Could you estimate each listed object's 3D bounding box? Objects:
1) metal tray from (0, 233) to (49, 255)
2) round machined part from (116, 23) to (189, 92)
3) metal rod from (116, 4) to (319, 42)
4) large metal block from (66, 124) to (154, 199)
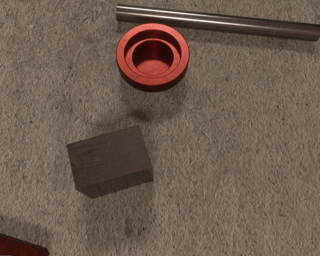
[{"bbox_3d":[-0.204,0.162,0.344,0.131,0.030,0.090,15,71,5],"label":"metal tray"},{"bbox_3d":[-0.010,-0.093,0.433,0.099,0.042,0.098,0,70,-1],"label":"round machined part"},{"bbox_3d":[0.086,-0.159,0.467,0.302,0.025,0.025,6,70,2],"label":"metal rod"},{"bbox_3d":[-0.054,0.043,0.363,0.081,0.080,0.050,-16,71,-6],"label":"large metal block"}]
